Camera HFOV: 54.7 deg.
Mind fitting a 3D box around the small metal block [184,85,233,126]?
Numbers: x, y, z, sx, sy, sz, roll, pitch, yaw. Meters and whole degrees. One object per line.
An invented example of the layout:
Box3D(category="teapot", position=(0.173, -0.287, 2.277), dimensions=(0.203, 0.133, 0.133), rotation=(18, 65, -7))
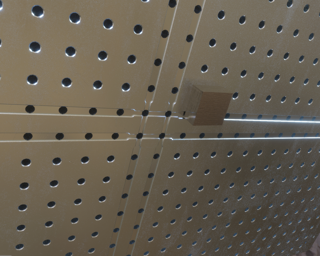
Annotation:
Box3D(category="small metal block", position=(0.067, -0.031, 0.431), dimensions=(0.050, 0.025, 0.050), rotation=(-1, 119, -29))
